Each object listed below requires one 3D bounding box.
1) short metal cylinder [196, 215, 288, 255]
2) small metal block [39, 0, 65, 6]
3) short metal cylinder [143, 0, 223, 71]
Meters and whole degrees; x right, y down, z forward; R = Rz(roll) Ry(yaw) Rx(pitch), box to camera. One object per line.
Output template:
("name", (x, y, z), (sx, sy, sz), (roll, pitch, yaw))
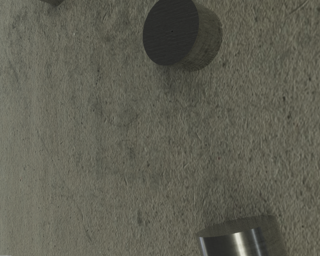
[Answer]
("short metal cylinder", (0.080, 0.121, 0.303), (0.080, 0.081, 0.050), (-23, 76, 38))
("small metal block", (-0.191, -0.246, 0.547), (0.050, 0.050, 0.025), (-18, 79, 38))
("short metal cylinder", (0.026, -0.110, 0.367), (0.080, 0.050, 0.080), (0, 90, 40))
